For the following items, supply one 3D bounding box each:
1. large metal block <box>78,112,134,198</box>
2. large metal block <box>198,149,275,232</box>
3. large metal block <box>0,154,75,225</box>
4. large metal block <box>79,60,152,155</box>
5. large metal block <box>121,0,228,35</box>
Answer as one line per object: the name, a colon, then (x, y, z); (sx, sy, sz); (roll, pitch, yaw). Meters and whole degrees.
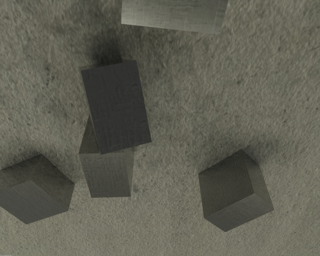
large metal block: (-0.064, 0.032, 0.397); (0.050, 0.080, 0.079); (-2, 130, 1)
large metal block: (0.107, 0.091, 0.450); (0.080, 0.080, 0.050); (-35, 122, 26)
large metal block: (-0.191, 0.094, 0.468); (0.080, 0.050, 0.080); (-21, 127, 16)
large metal block: (-0.049, -0.027, 0.323); (0.050, 0.080, 0.079); (-14, 106, -13)
large metal block: (0.012, -0.125, 0.265); (0.081, 0.080, 0.050); (5, 130, -5)
